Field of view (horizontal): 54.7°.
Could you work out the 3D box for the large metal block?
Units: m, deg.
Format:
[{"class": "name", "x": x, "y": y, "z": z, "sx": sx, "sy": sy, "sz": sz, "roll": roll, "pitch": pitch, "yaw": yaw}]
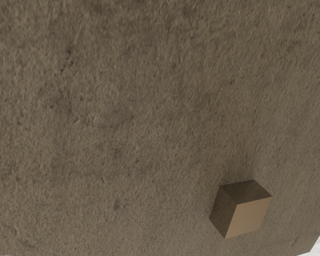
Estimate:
[{"class": "large metal block", "x": 0.145, "y": 0.146, "z": 0.564, "sx": 0.081, "sy": 0.050, "sz": 0.079, "roll": -4, "pitch": 120, "yaw": -27}]
